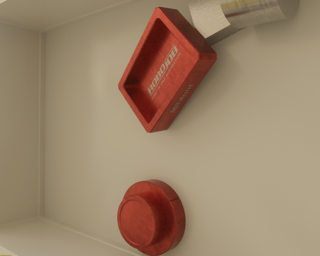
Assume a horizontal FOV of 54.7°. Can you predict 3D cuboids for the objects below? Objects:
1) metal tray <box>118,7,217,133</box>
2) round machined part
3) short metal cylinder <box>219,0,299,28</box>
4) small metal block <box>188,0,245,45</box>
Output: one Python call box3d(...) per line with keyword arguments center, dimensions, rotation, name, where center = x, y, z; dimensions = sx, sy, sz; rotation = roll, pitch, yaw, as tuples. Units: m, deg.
box3d(center=(0.002, -0.068, 0.383), dimensions=(0.090, 0.030, 0.129), rotation=(56, 134, 25), name="metal tray")
box3d(center=(-0.018, 0.119, 0.409), dimensions=(0.098, 0.042, 0.097), rotation=(0, 90, 39), name="round machined part")
box3d(center=(0.094, -0.140, 0.292), dimensions=(0.050, 0.081, 0.079), rotation=(2, 91, 40), name="short metal cylinder")
box3d(center=(0.065, -0.129, 0.352), dimensions=(0.050, 0.025, 0.050), rotation=(-22, 76, 37), name="small metal block")
